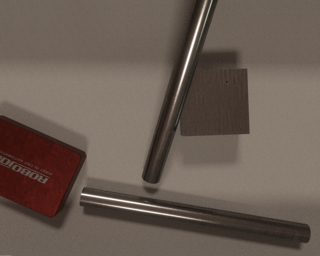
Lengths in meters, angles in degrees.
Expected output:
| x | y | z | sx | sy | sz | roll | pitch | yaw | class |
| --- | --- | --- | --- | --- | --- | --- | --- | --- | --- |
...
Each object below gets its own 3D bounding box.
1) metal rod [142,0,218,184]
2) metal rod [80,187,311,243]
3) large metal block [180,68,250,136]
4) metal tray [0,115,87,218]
| x | y | z | sx | sy | sz | roll | pitch | yaw | class |
| --- | --- | --- | --- | --- | --- | --- | --- | --- | --- |
| 0.026 | -0.063 | 0.350 | 0.025 | 0.025 | 0.298 | 16 | 115 | -1 | metal rod |
| 0.046 | 0.116 | 0.412 | 0.302 | 0.025 | 0.025 | 10 | 90 | -1 | metal rod |
| 0.067 | -0.031 | 0.400 | 0.081 | 0.050 | 0.079 | -2 | 90 | -1 | large metal block |
| -0.176 | 0.049 | 0.407 | 0.131 | 0.030 | 0.090 | 24 | 90 | -1 | metal tray |
